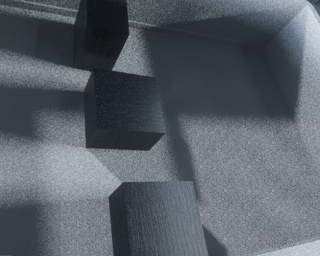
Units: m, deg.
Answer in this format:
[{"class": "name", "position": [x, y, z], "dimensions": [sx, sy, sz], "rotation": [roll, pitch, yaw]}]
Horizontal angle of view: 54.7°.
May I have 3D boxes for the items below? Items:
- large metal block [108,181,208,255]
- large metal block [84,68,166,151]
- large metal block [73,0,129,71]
[{"class": "large metal block", "position": [-0.004, 0.103, 0.324], "dimensions": [0.081, 0.050, 0.080], "rotation": [4, 60, -26]}, {"class": "large metal block", "position": [-0.046, -0.020, 0.377], "dimensions": [0.081, 0.050, 0.080], "rotation": [5, 60, -26]}, {"class": "large metal block", "position": [-0.080, -0.130, 0.406], "dimensions": [0.050, 0.080, 0.080], "rotation": [7, 59, -25]}]
